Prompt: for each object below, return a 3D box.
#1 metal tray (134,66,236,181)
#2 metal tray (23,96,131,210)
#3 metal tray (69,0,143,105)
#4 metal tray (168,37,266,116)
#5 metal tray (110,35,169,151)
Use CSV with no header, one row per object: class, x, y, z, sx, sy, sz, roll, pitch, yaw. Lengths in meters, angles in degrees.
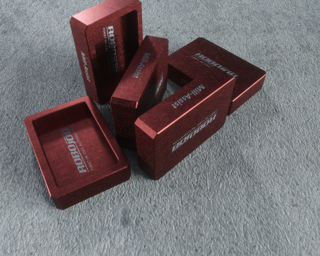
metal tray,0.031,-0.006,0.367,0.131,0.089,0.030,-36,59,-27
metal tray,-0.103,0.024,0.380,0.091,0.030,0.130,-23,54,-19
metal tray,-0.065,-0.104,0.423,0.030,0.129,0.090,36,58,26
metal tray,0.080,-0.083,0.472,0.091,0.030,0.130,-37,59,-27
metal tray,-0.021,-0.046,0.401,0.030,0.089,0.130,13,51,10
